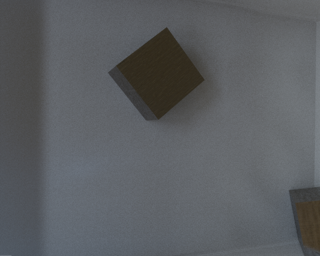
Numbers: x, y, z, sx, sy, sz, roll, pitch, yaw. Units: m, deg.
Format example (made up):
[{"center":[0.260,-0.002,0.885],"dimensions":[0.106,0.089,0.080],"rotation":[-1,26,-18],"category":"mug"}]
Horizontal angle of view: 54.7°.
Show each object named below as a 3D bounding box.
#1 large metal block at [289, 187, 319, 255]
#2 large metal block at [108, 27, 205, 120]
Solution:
[{"center":[0.227,0.136,0.454],"dimensions":[0.050,0.080,0.080],"rotation":[-11,88,17],"category":"large metal block"},{"center":[-0.005,-0.066,0.395],"dimensions":[0.080,0.050,0.080],"rotation":[-42,103,-15],"category":"large metal block"}]
